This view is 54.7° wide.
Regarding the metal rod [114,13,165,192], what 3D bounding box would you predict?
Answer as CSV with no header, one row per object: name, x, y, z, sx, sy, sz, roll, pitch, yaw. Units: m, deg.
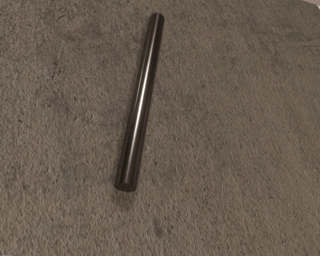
metal rod,-0.022,-0.057,0.427,0.025,0.025,0.300,20,54,-17
